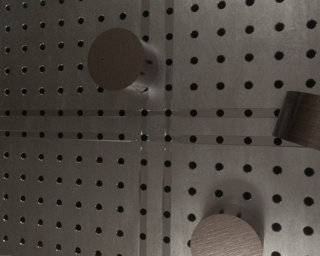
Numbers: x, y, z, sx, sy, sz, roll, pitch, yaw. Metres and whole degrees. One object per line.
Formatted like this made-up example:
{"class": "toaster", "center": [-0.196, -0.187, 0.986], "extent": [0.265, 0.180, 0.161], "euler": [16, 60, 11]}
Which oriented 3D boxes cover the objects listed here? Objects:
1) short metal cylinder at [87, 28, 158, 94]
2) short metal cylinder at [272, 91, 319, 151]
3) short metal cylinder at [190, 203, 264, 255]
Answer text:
{"class": "short metal cylinder", "center": [-0.049, -0.087, 0.415], "extent": [0.080, 0.050, 0.079], "euler": [0, 90, 19]}
{"class": "short metal cylinder", "center": [0.166, -0.004, 0.325], "extent": [0.080, 0.080, 0.050], "euler": [18, 96, 18]}
{"class": "short metal cylinder", "center": [0.082, 0.136, 0.370], "extent": [0.080, 0.050, 0.079], "euler": [0, 90, 19]}
